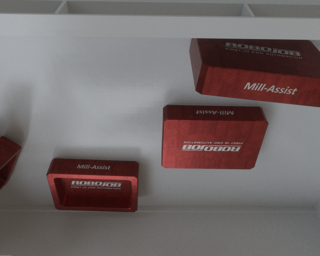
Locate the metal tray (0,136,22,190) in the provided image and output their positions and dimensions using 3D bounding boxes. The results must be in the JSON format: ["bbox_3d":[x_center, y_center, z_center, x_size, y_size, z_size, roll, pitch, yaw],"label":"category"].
[{"bbox_3d":[-0.241,0.079,0.403,0.030,0.130,0.089,33,124,-6],"label":"metal tray"}]

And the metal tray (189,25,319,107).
[{"bbox_3d":[0.099,-0.064,0.312,0.131,0.090,0.030,6,130,-5],"label":"metal tray"}]

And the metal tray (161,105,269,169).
[{"bbox_3d":[0.068,0.015,0.419,0.131,0.030,0.089,1,130,-1],"label":"metal tray"}]

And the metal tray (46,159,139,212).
[{"bbox_3d":[-0.099,0.091,0.481,0.131,0.030,0.089,2,130,-3],"label":"metal tray"}]
